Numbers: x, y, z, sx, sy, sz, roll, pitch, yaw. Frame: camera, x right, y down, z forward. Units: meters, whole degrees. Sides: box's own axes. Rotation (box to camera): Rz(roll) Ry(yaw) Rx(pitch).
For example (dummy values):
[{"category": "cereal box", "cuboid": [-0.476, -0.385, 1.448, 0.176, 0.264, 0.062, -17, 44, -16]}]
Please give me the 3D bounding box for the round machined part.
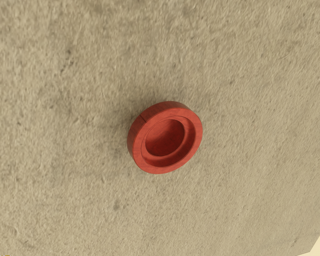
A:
[{"category": "round machined part", "cuboid": [0.003, 0.009, 0.404, 0.099, 0.042, 0.097, -14, 125, -21]}]
